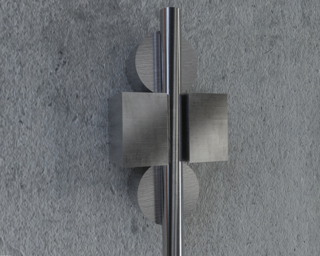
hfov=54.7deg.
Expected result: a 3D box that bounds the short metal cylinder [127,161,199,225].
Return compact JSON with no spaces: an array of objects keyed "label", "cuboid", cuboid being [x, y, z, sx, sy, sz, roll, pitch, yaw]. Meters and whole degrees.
[{"label":"short metal cylinder","cuboid":[0.003,0.078,0.399,0.081,0.050,0.080,0,90,-20]}]

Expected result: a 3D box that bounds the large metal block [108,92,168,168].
[{"label":"large metal block","cuboid":[-0.029,0.001,0.370,0.050,0.080,0.080,-1,90,-20]}]

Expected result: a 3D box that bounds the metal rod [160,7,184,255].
[{"label":"metal rod","cuboid":[0.014,0.013,0.362,0.025,0.025,0.298,-1,90,-20]}]

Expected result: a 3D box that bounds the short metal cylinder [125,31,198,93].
[{"label":"short metal cylinder","cuboid":[0.001,-0.078,0.397,0.081,0.050,0.080,0,90,-20]}]

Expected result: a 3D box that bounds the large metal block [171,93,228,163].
[{"label":"large metal block","cuboid":[0.043,-0.001,0.397,0.050,0.080,0.080,-1,90,-20]}]
